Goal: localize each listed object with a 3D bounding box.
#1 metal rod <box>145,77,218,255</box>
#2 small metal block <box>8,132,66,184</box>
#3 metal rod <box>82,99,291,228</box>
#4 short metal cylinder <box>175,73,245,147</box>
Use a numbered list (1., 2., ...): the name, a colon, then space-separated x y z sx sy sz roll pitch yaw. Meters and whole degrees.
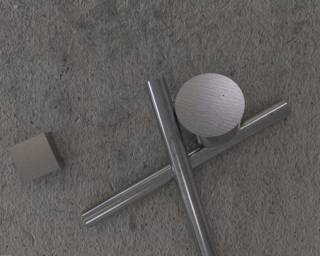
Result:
1. metal rod: 0.037 0.084 0.389 0.025 0.025 0.298 -17 99 0
2. small metal block: -0.162 0.039 0.409 0.050 0.025 0.050 -24 90 0
3. metal rod: 0.035 0.046 0.410 0.301 0.025 0.025 -30 90 0
4. short metal cylinder: 0.062 -0.021 0.386 0.080 0.050 0.080 -3 72 9
